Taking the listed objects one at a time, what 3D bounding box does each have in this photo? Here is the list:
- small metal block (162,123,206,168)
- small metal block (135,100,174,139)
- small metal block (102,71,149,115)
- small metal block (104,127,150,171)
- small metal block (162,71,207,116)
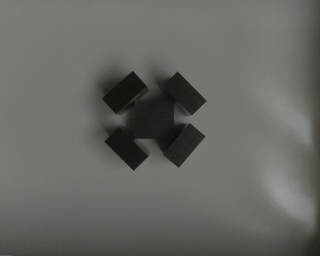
[{"bbox_3d":[0.029,0.021,0.397,0.025,0.050,0.050,40,89,-1],"label":"small metal block"},{"bbox_3d":[-0.007,-0.011,0.409,0.050,0.025,0.050,1,90,0],"label":"small metal block"},{"bbox_3d":[-0.042,-0.043,0.396,0.050,0.050,0.025,-42,90,1],"label":"small metal block"},{"bbox_3d":[-0.040,0.025,0.397,0.025,0.050,0.050,-45,90,1],"label":"small metal block"},{"bbox_3d":[0.029,-0.042,0.397,0.025,0.050,0.050,-45,91,-1],"label":"small metal block"}]
